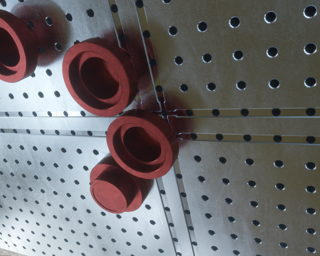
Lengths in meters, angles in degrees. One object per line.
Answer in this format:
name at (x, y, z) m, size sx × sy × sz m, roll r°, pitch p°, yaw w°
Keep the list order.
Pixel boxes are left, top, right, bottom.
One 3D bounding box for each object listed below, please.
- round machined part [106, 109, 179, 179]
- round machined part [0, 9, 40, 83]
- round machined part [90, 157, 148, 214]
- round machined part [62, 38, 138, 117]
round machined part at (-0.019, 0.017, 0.420) m, size 0.098 × 0.042 × 0.097 m, roll 13°, pitch 124°, yaw 20°
round machined part at (-0.211, -0.117, 0.437) m, size 0.098 × 0.042 × 0.097 m, roll 13°, pitch 124°, yaw 20°
round machined part at (-0.072, 0.098, 0.497) m, size 0.098 × 0.042 × 0.097 m, roll 13°, pitch 124°, yaw 20°
round machined part at (-0.071, -0.066, 0.395) m, size 0.098 × 0.042 × 0.097 m, roll 13°, pitch 124°, yaw 20°
